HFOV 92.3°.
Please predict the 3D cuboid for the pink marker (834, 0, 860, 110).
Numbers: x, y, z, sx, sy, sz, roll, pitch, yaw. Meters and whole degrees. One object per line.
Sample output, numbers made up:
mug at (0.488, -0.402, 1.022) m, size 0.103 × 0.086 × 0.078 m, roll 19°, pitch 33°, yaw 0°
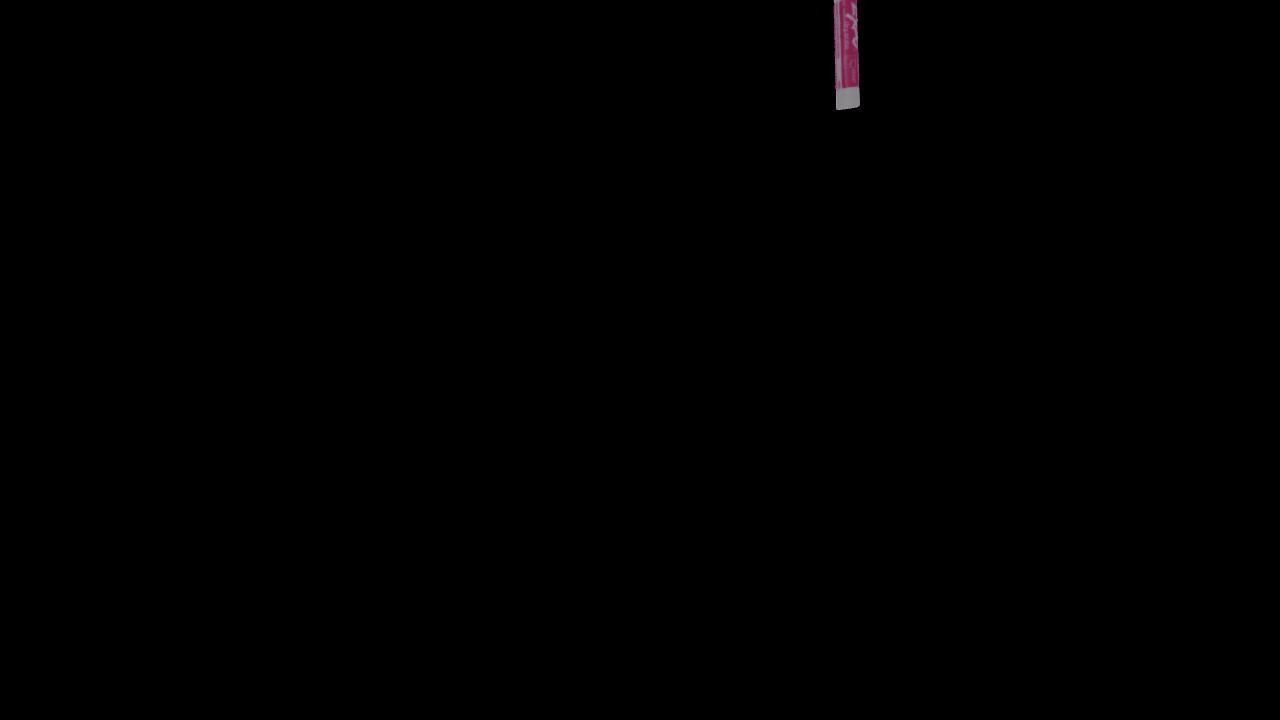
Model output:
pink marker at (0.164, -0.265, 0.490) m, size 0.020 × 0.121 × 0.020 m, roll -7°, pitch 16°, yaw 2°
